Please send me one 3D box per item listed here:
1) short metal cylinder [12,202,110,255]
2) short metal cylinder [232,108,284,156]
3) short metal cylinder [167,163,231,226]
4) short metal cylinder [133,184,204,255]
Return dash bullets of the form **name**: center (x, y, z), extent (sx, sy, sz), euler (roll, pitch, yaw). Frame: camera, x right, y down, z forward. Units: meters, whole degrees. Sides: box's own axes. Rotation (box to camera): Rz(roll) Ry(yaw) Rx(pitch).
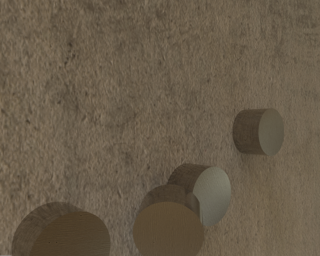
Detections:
- **short metal cylinder**: center (-0.098, 0.118, 0.308), extent (0.081, 0.050, 0.079), euler (0, 90, -40)
- **short metal cylinder**: center (0.171, 0.007, 0.535), extent (0.081, 0.050, 0.079), euler (0, 90, -40)
- **short metal cylinder**: center (0.055, 0.092, 0.437), extent (0.081, 0.050, 0.079), euler (0, 90, -40)
- **short metal cylinder**: center (0.011, 0.115, 0.373), extent (0.050, 0.080, 0.079), euler (-66, 145, -77)
